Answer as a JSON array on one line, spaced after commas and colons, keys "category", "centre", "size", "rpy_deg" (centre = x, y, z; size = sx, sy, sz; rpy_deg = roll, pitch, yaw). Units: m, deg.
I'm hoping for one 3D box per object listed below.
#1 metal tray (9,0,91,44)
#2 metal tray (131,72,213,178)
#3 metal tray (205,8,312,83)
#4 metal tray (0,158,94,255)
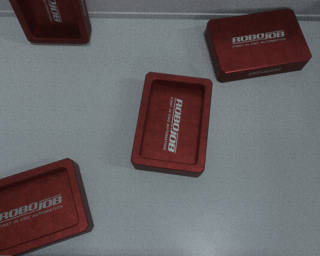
[{"category": "metal tray", "centre": [-0.149, -0.171, 0.413], "size": [0.091, 0.129, 0.030], "rpy_deg": [1, 58, 0]}, {"category": "metal tray", "centre": [0.017, -0.006, 0.409], "size": [0.091, 0.030, 0.130], "rpy_deg": [8, 70, 2]}, {"category": "metal tray", "centre": [0.140, -0.121, 0.452], "size": [0.131, 0.030, 0.090], "rpy_deg": [-10, 70, -4]}, {"category": "metal tray", "centre": [-0.155, 0.099, 0.369], "size": [0.131, 0.030, 0.090], "rpy_deg": [-18, 71, -7]}]
